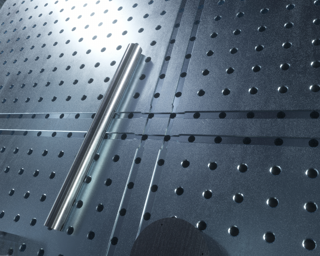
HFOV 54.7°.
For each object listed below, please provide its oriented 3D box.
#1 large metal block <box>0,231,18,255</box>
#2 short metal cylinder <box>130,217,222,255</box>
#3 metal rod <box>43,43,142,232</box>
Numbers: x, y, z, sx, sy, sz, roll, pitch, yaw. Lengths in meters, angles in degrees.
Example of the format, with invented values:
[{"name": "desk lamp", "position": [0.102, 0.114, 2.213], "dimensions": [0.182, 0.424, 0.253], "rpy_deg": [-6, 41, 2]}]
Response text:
[{"name": "large metal block", "position": [-0.240, 0.186, 0.404], "dimensions": [0.080, 0.050, 0.080], "rpy_deg": [-23, 53, 14]}, {"name": "short metal cylinder", "position": [0.017, 0.133, 0.301], "dimensions": [0.080, 0.050, 0.080], "rpy_deg": [-13, 56, 21]}, {"name": "metal rod", "position": [-0.090, -0.001, 0.456], "dimensions": [0.025, 0.025, 0.300], "rpy_deg": [7, 65, 31]}]
